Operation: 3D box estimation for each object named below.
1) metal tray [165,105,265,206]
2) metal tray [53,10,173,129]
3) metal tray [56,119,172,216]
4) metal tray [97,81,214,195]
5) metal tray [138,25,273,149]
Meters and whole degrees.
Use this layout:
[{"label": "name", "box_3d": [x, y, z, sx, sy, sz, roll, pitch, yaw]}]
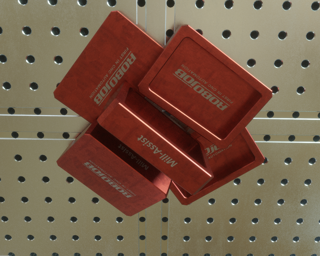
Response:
[{"label": "metal tray", "box_3d": [0.063, 0.038, 0.424, 0.130, 0.030, 0.090, -32, 107, 10]}, {"label": "metal tray", "box_3d": [-0.057, -0.066, 0.385, 0.090, 0.030, 0.130, 37, 106, -13]}, {"label": "metal tray", "box_3d": [-0.061, 0.058, 0.411, 0.130, 0.030, 0.090, 40, 130, -14]}, {"label": "metal tray", "box_3d": [-0.003, 0.008, 0.349, 0.130, 0.090, 0.030, 39, 105, -14]}, {"label": "metal tray", "box_3d": [0.051, -0.046, 0.362, 0.130, 0.030, 0.090, 34, 106, -12]}]
